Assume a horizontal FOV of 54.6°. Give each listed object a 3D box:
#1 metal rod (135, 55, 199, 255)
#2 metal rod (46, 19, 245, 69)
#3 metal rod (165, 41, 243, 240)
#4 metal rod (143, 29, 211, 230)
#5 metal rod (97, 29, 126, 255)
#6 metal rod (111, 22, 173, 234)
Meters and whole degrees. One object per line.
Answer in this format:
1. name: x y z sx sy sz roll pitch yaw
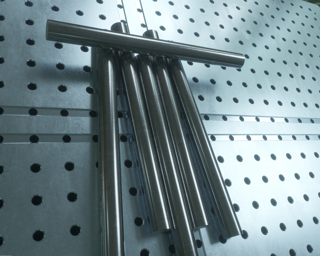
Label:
1. metal rod: 0.005 0.031 0.391 0.025 0.025 0.299 1 62 -28
2. metal rod: -0.002 -0.115 0.444 0.302 0.025 0.025 2 61 -27
3. metal rod: 0.050 0.000 0.435 0.025 0.025 0.299 -2 63 -29
4. metal rod: 0.016 -0.015 0.427 0.025 0.025 0.299 1 61 -28
5. metal rod: -0.062 -0.002 0.374 0.025 0.025 0.299 7 59 -25
6. metal rod: -0.030 -0.018 0.403 0.025 0.025 0.299 1 61 -28
